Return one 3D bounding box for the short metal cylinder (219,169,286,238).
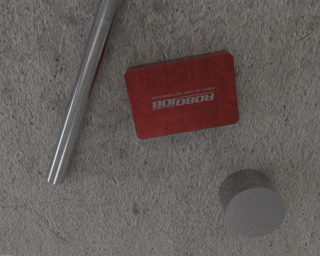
[{"bbox_3d":[0.128,0.105,0.436,0.081,0.050,0.079,0,110,0],"label":"short metal cylinder"}]

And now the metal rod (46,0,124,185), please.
[{"bbox_3d":[-0.092,-0.058,0.387,0.025,0.025,0.298,20,109,-8],"label":"metal rod"}]

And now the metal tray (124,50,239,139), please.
[{"bbox_3d":[0.028,-0.041,0.392,0.131,0.030,0.089,-10,110,3],"label":"metal tray"}]
